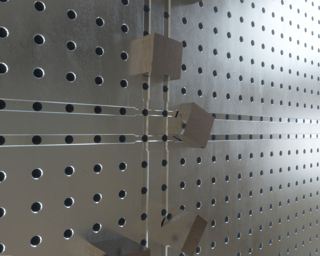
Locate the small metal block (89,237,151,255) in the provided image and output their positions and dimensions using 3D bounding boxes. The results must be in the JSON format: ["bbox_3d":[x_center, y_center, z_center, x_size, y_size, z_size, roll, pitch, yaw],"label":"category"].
[{"bbox_3d":[-0.047,0.149,0.356,0.050,0.050,0.025,6,86,-40],"label":"small metal block"}]

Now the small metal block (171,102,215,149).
[{"bbox_3d":[0.049,-0.003,0.453,0.050,0.025,0.050,32,70,-36],"label":"small metal block"}]

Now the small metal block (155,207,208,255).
[{"bbox_3d":[0.029,0.140,0.420,0.025,0.050,0.050,45,63,-32],"label":"small metal block"}]

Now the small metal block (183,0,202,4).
[{"bbox_3d":[0.039,-0.213,0.444,0.050,0.025,0.050,0,90,-40],"label":"small metal block"}]

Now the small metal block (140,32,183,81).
[{"bbox_3d":[0.002,-0.093,0.413,0.050,0.025,0.050,7,86,-40],"label":"small metal block"}]
